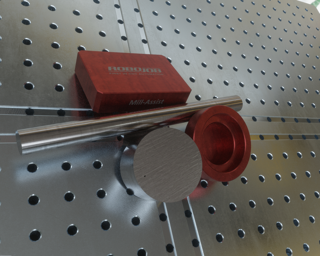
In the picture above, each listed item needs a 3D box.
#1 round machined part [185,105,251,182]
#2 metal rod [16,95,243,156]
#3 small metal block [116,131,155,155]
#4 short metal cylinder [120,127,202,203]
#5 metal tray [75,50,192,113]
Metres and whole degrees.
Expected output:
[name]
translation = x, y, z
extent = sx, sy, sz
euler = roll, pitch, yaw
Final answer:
[round machined part]
translation = 0.070, 0.021, 0.409
extent = 0.099, 0.042, 0.097
euler = 5, 81, -32
[metal rod]
translation = -0.010, -0.011, 0.378
extent = 0.303, 0.025, 0.025
euler = -12, 68, -33
[small metal block]
translation = -0.025, 0.012, 0.399
extent = 0.050, 0.025, 0.050
euler = 17, 55, -19
[short metal cylinder]
translation = 0.000, 0.043, 0.352
extent = 0.081, 0.050, 0.080
euler = 4, 79, -22
[metal tray]
translation = -0.035, -0.063, 0.408
extent = 0.131, 0.030, 0.090
euler = -5, 46, -31
